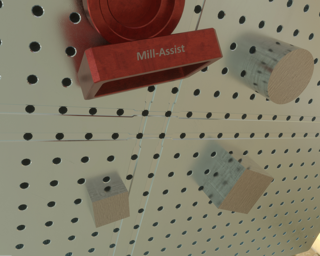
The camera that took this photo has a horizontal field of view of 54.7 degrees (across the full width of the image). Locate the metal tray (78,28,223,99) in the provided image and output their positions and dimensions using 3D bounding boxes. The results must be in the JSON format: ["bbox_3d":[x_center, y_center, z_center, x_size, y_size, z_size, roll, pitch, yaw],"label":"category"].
[{"bbox_3d":[-0.014,-0.064,0.322,0.131,0.090,0.030,-15,90,-20],"label":"metal tray"}]

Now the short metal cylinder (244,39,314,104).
[{"bbox_3d":[0.168,-0.080,0.440,0.081,0.050,0.079,-14,125,-21],"label":"short metal cylinder"}]

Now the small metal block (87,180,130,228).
[{"bbox_3d":[-0.072,0.108,0.440,0.050,0.025,0.050,-14,124,-21],"label":"small metal block"}]

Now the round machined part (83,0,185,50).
[{"bbox_3d":[-0.028,-0.130,0.306,0.099,0.042,0.097,-14,125,-21],"label":"round machined part"}]

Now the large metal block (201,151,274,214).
[{"bbox_3d":[0.132,0.095,0.529,0.080,0.050,0.080,21,107,-36],"label":"large metal block"}]
